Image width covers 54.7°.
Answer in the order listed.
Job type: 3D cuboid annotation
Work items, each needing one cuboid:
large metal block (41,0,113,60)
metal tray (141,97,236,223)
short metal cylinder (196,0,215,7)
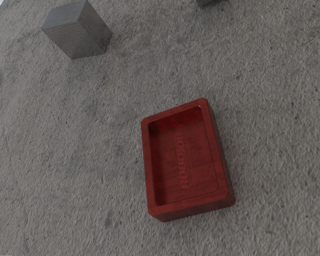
[{"bbox_3d":[-0.145,-0.172,0.550,0.080,0.080,0.050,-2,61,27],"label":"large metal block"},{"bbox_3d":[0.028,0.035,0.364,0.090,0.030,0.130,-19,54,17],"label":"metal tray"},{"bbox_3d":[0.069,-0.235,0.477,0.050,0.080,0.080,-20,54,17],"label":"short metal cylinder"}]
